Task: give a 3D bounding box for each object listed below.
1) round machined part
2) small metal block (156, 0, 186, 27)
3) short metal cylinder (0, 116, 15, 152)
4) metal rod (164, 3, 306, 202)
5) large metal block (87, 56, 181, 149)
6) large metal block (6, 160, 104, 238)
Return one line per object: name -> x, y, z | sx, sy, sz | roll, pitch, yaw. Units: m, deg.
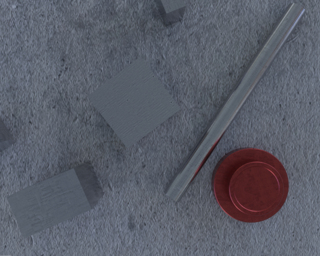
round machined part -> 0.120, 0.075, 0.403 | 0.099, 0.042, 0.097 | 0, 90, -1
small metal block -> 0.010, -0.166, 0.398 | 0.025, 0.050, 0.050 | -22, 90, 0
short metal cylinder -> -0.230, 0.013, 0.380 | 0.080, 0.080, 0.050 | -30, 90, 0
metal rod -> 0.099, -0.033, 0.411 | 0.025, 0.025, 0.299 | 34, 90, -1
large metal block -> -0.031, -0.031, 0.397 | 0.080, 0.050, 0.080 | -37, 90, 0
large metal block -> -0.122, 0.083, 0.381 | 0.080, 0.080, 0.050 | -23, 90, 0
